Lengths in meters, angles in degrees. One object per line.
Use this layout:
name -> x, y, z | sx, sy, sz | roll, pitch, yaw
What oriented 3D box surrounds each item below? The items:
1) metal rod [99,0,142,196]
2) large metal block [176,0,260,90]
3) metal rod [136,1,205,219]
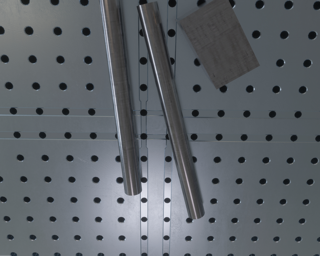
metal rod -> -0.050, -0.049, 0.394 | 0.025, 0.025, 0.298 | -4, 110, 1
large metal block -> 0.061, -0.098, 0.348 | 0.050, 0.080, 0.080 | -29, 108, 10
metal rod -> 0.019, -0.008, 0.410 | 0.025, 0.025, 0.298 | -13, 110, 4
